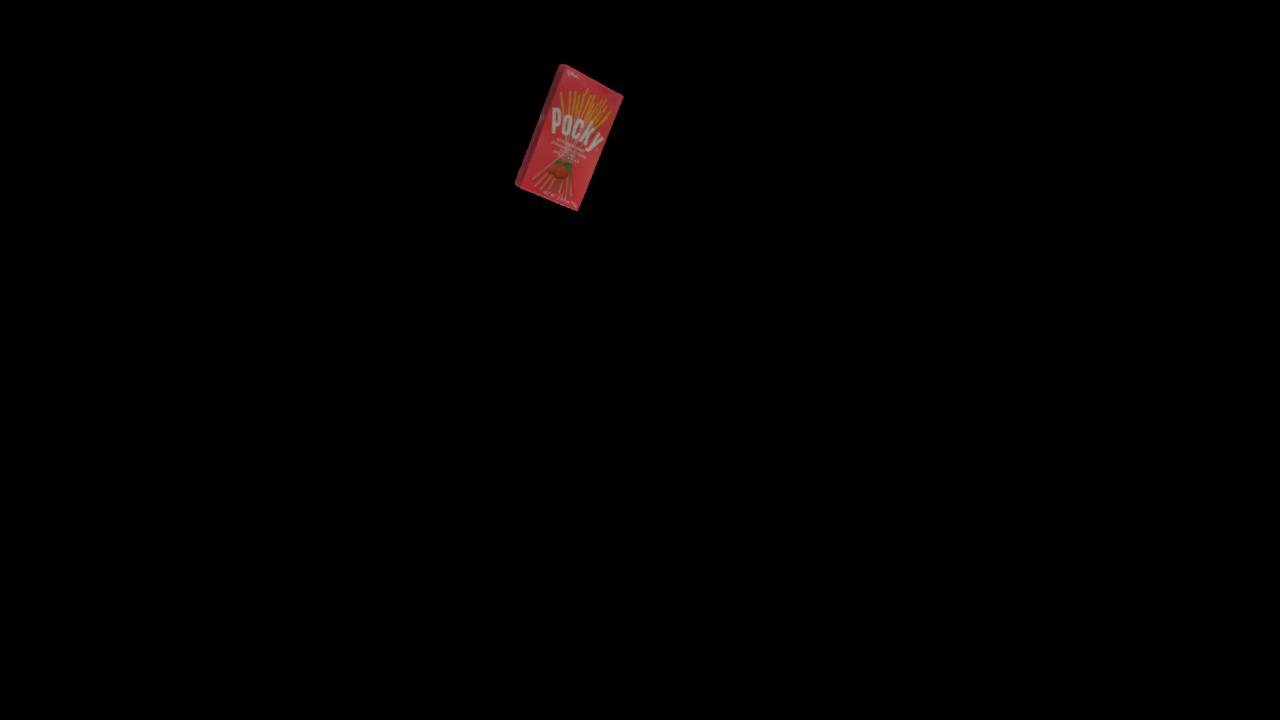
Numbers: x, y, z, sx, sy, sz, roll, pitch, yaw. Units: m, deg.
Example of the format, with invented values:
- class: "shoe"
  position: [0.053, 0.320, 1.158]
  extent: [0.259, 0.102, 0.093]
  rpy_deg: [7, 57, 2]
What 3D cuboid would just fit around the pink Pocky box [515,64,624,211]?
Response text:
- class: "pink Pocky box"
  position: [-0.088, -0.273, 0.766]
  extent: [0.084, 0.155, 0.029]
  rpy_deg: [16, 16, -32]
